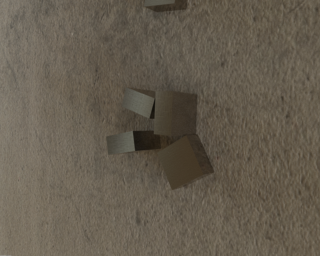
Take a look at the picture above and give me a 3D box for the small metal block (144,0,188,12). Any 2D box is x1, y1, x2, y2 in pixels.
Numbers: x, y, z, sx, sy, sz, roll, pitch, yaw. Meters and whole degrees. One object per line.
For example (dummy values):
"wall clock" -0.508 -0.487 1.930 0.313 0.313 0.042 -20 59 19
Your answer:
"small metal block" 0.010 -0.179 0.395 0.050 0.025 0.050 12 98 39

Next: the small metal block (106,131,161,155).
"small metal block" -0.035 0.020 0.416 0.050 0.050 0.025 -11 83 39

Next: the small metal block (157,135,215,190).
"small metal block" 0.031 0.042 0.378 0.050 0.025 0.050 -34 69 34

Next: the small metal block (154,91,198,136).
"small metal block" 0.020 -0.017 0.371 0.025 0.050 0.050 4 93 40

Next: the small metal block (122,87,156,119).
"small metal block" -0.011 -0.031 0.396 0.050 0.050 0.025 25 106 37
